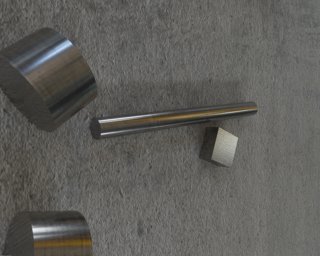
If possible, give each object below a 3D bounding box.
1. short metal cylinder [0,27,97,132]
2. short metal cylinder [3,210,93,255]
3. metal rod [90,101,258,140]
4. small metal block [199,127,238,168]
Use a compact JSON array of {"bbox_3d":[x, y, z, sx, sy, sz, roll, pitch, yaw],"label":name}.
[{"bbox_3d":[-0.104,-0.043,0.281,0.050,0.080,0.080,-46,118,-30],"label":"short metal cylinder"},{"bbox_3d":[-0.104,0.117,0.282,0.050,0.080,0.080,12,83,-40],"label":"short metal cylinder"},{"bbox_3d":[0.043,-0.016,0.440,0.302,0.025,0.025,-9,96,-40],"label":"metal rod"},{"bbox_3d":[0.092,0.030,0.482,0.050,0.025,0.050,26,74,-37],"label":"small metal block"}]
